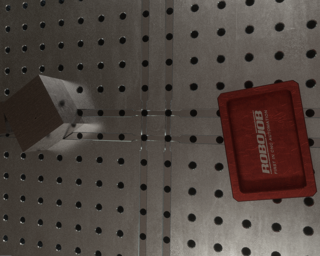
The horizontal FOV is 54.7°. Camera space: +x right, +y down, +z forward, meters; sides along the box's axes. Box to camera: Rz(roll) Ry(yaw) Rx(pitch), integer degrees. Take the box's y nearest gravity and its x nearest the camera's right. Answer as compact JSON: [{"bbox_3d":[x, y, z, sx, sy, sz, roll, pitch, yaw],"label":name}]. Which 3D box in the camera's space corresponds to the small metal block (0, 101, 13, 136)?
[{"bbox_3d":[-0.262,-0.013,0.503,0.050,0.025,0.050,-10,87,19],"label":"small metal block"}]

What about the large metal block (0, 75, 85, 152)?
[{"bbox_3d":[-0.173,-0.020,0.459,0.080,0.050,0.080,-33,80,16],"label":"large metal block"}]

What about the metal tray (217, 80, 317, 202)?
[{"bbox_3d":[0.124,0.016,0.366,0.090,0.030,0.129,-9,87,19],"label":"metal tray"}]
